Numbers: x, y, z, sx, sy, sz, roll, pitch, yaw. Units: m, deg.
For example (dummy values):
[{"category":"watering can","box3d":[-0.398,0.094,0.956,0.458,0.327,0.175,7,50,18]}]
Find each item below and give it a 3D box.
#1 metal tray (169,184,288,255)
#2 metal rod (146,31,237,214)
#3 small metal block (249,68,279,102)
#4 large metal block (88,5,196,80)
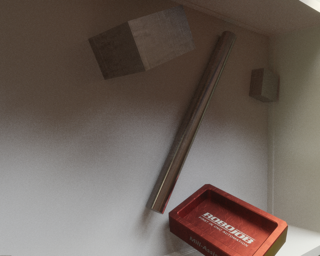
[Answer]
[{"category":"metal tray","box3d":[0.087,0.132,0.412,0.091,0.130,0.030,-28,126,-37]},{"category":"metal rod","box3d":[0.052,-0.021,0.452,0.025,0.025,0.300,39,66,-34]},{"category":"small metal block","box3d":[0.192,-0.078,0.571,0.050,0.025,0.050,14,81,-40]},{"category":"large metal block","box3d":[-0.021,-0.097,0.355,0.081,0.080,0.050,-32,110,-36]}]
